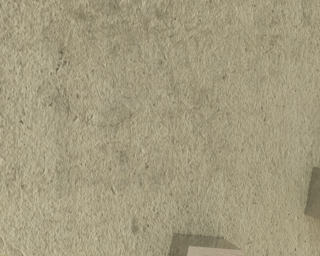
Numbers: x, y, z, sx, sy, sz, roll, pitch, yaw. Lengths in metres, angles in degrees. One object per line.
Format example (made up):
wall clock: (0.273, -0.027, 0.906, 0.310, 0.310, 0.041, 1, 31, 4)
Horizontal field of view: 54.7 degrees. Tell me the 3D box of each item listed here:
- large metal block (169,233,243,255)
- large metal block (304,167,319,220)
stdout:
large metal block: (0.056, 0.193, 0.417, 0.081, 0.050, 0.080, 12, 86, -20)
large metal block: (0.283, 0.109, 0.484, 0.050, 0.080, 0.080, 15, 85, -20)
